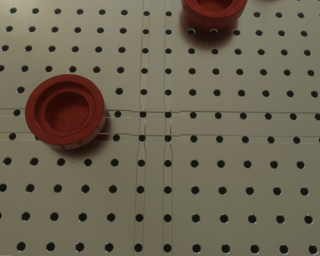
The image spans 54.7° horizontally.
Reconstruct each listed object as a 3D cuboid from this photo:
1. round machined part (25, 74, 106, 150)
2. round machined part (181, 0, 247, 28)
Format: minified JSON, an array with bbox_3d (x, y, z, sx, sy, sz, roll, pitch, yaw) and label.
[{"bbox_3d":[-0.120,-0.018,0.408,0.099,0.042,0.098,0,70,-1],"label":"round machined part"},{"bbox_3d":[0.081,-0.195,0.475,0.099,0.042,0.098,0,70,-1],"label":"round machined part"}]
